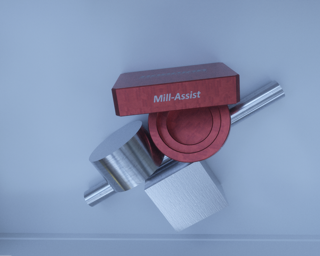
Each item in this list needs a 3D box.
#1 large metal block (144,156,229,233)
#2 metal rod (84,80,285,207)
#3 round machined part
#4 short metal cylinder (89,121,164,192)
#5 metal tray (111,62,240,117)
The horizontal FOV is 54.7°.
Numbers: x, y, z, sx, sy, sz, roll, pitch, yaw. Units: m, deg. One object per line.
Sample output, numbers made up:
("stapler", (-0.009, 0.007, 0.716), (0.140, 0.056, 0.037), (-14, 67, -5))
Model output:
("large metal block", (0.035, 0.082, 0.426), (0.080, 0.050, 0.080), (-31, 108, 10))
("metal rod", (0.025, 0.026, 0.420), (0.300, 0.025, 0.025), (-31, 108, 10))
("round machined part", (0.038, -0.006, 0.384), (0.098, 0.042, 0.097), (-1, 85, 14))
("short metal cylinder", (-0.042, 0.035, 0.393), (0.080, 0.080, 0.050), (-32, 107, 10))
("metal tray", (0.017, -0.047, 0.357), (0.131, 0.090, 0.030), (-6, 110, 1))
